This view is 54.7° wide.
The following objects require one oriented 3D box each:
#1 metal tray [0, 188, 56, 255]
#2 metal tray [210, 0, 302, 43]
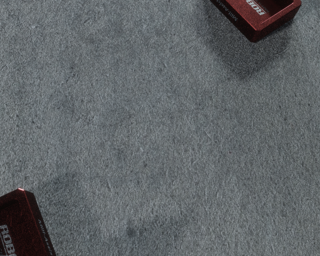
[{"bbox_3d":[-0.172,0.146,0.350,0.091,0.030,0.130,-25,72,-9],"label":"metal tray"},{"bbox_3d":[0.138,-0.205,0.480,0.090,0.030,0.130,-34,74,-12],"label":"metal tray"}]
